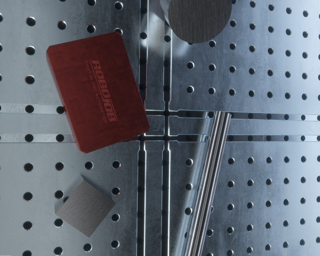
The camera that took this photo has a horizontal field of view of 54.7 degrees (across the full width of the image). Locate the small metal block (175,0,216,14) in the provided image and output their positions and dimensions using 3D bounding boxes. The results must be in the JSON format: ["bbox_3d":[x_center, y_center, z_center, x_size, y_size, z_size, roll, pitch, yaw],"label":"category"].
[{"bbox_3d":[0.052,-0.195,0.433,0.050,0.025,0.050,9,87,-20],"label":"small metal block"}]

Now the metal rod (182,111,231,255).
[{"bbox_3d":[0.057,0.123,0.435,0.025,0.025,0.298,15,85,-20],"label":"metal rod"}]

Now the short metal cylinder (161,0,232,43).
[{"bbox_3d":[0.044,-0.156,0.397,0.081,0.050,0.079,-7,128,-9],"label":"short metal cylinder"}]

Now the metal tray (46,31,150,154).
[{"bbox_3d":[-0.075,-0.044,0.383,0.091,0.030,0.129,-19,97,-19],"label":"metal tray"}]

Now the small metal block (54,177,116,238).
[{"bbox_3d":[-0.092,0.096,0.380,0.050,0.025,0.050,42,77,-16],"label":"small metal block"}]
